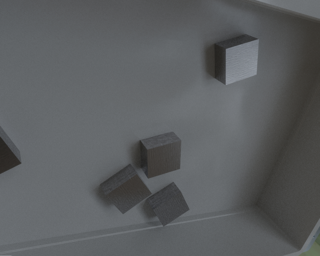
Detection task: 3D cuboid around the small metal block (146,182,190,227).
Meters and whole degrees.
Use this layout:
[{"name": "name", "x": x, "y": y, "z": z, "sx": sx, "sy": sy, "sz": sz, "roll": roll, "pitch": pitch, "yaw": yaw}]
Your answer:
[{"name": "small metal block", "x": 0.014, "y": 0.122, "z": 0.494, "sx": 0.050, "sy": 0.025, "sz": 0.050, "roll": -31, "pitch": 129, "yaw": -9}]

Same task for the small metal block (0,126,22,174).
[{"name": "small metal block", "x": -0.184, "y": 0.025, "z": 0.324, "sx": 0.050, "sy": 0.025, "sz": 0.050, "roll": -28, "pitch": 128, "yaw": -11}]

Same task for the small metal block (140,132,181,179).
[{"name": "small metal block", "x": 0.001, "y": 0.038, "z": 0.434, "sx": 0.050, "sy": 0.025, "sz": 0.050, "roll": -14, "pitch": 124, "yaw": -21}]

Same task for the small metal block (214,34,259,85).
[{"name": "small metal block", "x": 0.101, "y": -0.091, "z": 0.410, "sx": 0.050, "sy": 0.025, "sz": 0.050, "roll": -20, "pitch": 126, "yaw": -17}]

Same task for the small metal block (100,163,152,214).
[{"name": "small metal block", "x": -0.047, "y": 0.086, "z": 0.438, "sx": 0.050, "sy": 0.025, "sz": 0.050, "roll": -35, "pitch": 129, "yaw": -6}]
